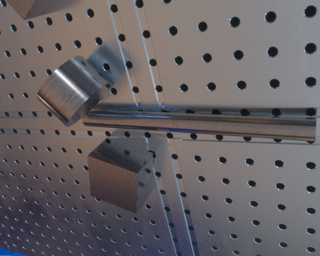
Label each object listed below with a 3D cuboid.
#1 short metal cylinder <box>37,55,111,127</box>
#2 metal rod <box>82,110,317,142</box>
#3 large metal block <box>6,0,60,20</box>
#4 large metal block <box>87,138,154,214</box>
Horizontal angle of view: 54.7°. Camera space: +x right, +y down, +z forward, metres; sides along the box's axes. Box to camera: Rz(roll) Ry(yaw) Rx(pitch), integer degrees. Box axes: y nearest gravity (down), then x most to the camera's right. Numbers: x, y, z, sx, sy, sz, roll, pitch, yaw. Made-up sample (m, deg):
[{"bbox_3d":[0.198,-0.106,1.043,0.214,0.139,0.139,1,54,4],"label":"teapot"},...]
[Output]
[{"bbox_3d":[-0.110,-0.047,0.403,0.050,0.080,0.080,44,129,-3],"label":"short metal cylinder"},{"bbox_3d":[0.029,-0.007,0.390,0.301,0.025,0.025,4,120,26],"label":"metal rod"},{"bbox_3d":[-0.151,-0.187,0.357,0.080,0.050,0.080,49,128,-7],"label":"large metal block"},{"bbox_3d":[-0.059,0.071,0.468,0.080,0.050,0.079,17,125,18],"label":"large metal block"}]
